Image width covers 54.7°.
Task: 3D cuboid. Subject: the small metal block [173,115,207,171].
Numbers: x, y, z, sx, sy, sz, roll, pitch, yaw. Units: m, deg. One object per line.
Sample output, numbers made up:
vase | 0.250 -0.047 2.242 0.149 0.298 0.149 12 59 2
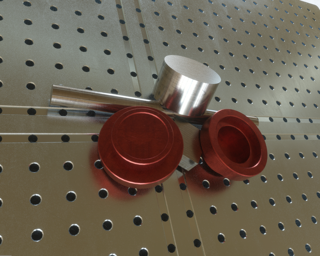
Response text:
small metal block | 0.030 0.020 0.407 0.050 0.025 0.050 32 52 -8

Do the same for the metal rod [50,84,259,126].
metal rod | 0.010 -0.022 0.423 0.302 0.025 0.025 7 59 -25

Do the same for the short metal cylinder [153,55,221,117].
short metal cylinder | 0.036 -0.059 0.424 0.081 0.050 0.080 17 30 -10

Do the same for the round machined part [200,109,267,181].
round machined part | 0.095 0.026 0.425 0.099 0.042 0.098 15 57 -24

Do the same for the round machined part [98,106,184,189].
round machined part | -0.021 0.016 0.355 0.099 0.042 0.098 3 64 -7
